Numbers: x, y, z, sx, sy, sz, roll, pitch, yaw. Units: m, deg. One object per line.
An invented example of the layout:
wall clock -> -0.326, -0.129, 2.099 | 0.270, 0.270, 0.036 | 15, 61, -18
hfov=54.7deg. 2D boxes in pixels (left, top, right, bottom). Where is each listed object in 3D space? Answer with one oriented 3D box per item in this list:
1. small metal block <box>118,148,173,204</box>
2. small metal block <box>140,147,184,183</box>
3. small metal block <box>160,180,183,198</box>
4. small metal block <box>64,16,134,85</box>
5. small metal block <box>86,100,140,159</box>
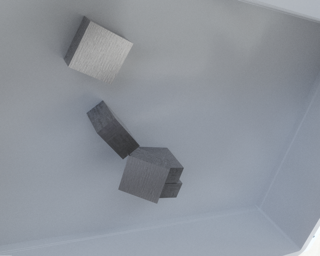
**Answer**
small metal block -> -0.018, 0.057, 0.376 | 0.050, 0.025, 0.050 | 20, 113, 3
small metal block -> -0.004, 0.050, 0.423 | 0.050, 0.050, 0.025 | 4, 117, -31
small metal block -> -0.005, 0.073, 0.437 | 0.050, 0.050, 0.025 | 6, 116, -32
small metal block -> -0.065, -0.080, 0.325 | 0.050, 0.025, 0.050 | 20, 108, -36
small metal block -> -0.055, 0.002, 0.364 | 0.025, 0.050, 0.050 | -39, 128, -2
